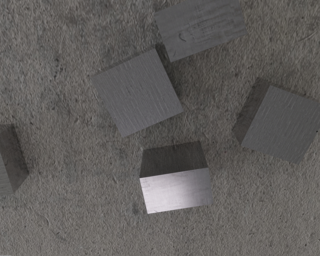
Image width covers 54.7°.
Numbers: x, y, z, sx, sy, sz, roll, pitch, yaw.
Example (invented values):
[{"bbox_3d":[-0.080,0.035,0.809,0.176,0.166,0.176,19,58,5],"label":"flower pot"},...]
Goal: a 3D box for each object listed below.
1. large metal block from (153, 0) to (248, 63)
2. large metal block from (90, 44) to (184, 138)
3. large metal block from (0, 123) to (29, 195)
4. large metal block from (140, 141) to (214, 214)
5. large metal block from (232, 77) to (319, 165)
[{"bbox_3d":[0.040,-0.115,0.338,0.080,0.080,0.050,-19,109,7],"label":"large metal block"},{"bbox_3d":[-0.025,-0.046,0.379,0.080,0.050,0.080,-23,109,8],"label":"large metal block"},{"bbox_3d":[-0.233,0.044,0.410,0.080,0.050,0.079,-6,110,2],"label":"large metal block"},{"bbox_3d":[0.020,0.061,0.403,0.080,0.080,0.050,-9,110,3],"label":"large metal block"},{"bbox_3d":[0.150,-0.010,0.394,0.080,0.050,0.079,19,109,-7],"label":"large metal block"}]
